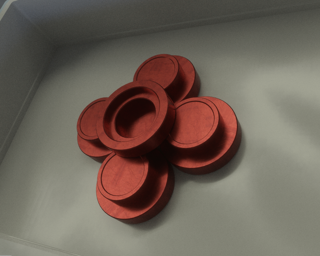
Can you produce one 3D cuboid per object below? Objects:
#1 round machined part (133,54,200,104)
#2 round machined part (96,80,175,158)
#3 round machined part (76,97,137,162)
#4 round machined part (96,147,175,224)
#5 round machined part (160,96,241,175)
[{"bbox_3d":[0.002,-0.063,0.429,0.098,0.042,0.098,-13,56,21],"label":"round machined part"},{"bbox_3d":[-0.026,-0.008,0.384,0.098,0.042,0.098,-13,56,21],"label":"round machined part"},{"bbox_3d":[-0.076,-0.004,0.435,0.098,0.042,0.098,-13,56,21],"label":"round machined part"},{"bbox_3d":[-0.036,0.061,0.373,0.098,0.042,0.098,-13,55,19],"label":"round machined part"},{"bbox_3d":[0.043,0.003,0.368,0.098,0.042,0.098,-13,56,21],"label":"round machined part"}]
